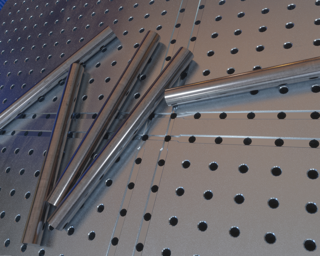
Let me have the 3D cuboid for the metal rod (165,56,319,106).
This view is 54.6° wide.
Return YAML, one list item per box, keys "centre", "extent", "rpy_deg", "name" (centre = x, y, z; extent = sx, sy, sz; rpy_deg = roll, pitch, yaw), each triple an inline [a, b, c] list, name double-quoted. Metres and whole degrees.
- centre: [0.148, -0.064, 0.369]
  extent: [0.300, 0.025, 0.025]
  rpy_deg: [-9, 58, 23]
  name: "metal rod"

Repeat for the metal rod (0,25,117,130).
- centre: [-0.205, -0.084, 0.568]
  extent: [0.300, 0.025, 0.025]
  rpy_deg: [-38, 51, 2]
  name: "metal rod"

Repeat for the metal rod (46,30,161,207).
- centre: [-0.077, -0.023, 0.464]
  extent: [0.025, 0.025, 0.300]
  rpy_deg: [16, 70, 34]
  name: "metal rod"

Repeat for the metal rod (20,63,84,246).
- centre: [-0.159, 0.022, 0.479]
  extent: [0.025, 0.025, 0.300]
  rpy_deg: [-9, 57, 23]
  name: "metal rod"

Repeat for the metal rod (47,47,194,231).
- centre: [-0.048, 0.008, 0.429]
  extent: [0.025, 0.025, 0.300]
  rpy_deg: [29, 77, 37]
  name: "metal rod"
